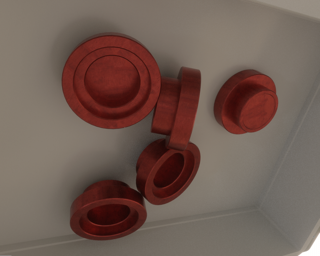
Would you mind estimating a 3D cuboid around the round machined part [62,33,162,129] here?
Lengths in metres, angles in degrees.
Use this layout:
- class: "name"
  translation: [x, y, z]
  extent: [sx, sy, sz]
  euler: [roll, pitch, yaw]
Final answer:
- class: "round machined part"
  translation: [-0.050, -0.051, 0.328]
  extent: [0.099, 0.042, 0.097]
  euler: [-4, 115, -8]

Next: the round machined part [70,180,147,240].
- class: "round machined part"
  translation: [-0.069, 0.107, 0.416]
  extent: [0.099, 0.042, 0.097]
  euler: [-8, 133, -8]

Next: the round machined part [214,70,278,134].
- class: "round machined part"
  translation: [0.132, -0.032, 0.452]
  extent: [0.099, 0.042, 0.097]
  euler: [-14, 125, -21]

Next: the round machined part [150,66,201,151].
- class: "round machined part"
  translation: [0.015, -0.024, 0.364]
  extent: [0.042, 0.098, 0.097]
  euler: [11, 116, -3]

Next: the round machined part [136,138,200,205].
- class: "round machined part"
  translation: [0.006, 0.053, 0.426]
  extent: [0.099, 0.042, 0.097]
  euler: [-25, 132, -31]
